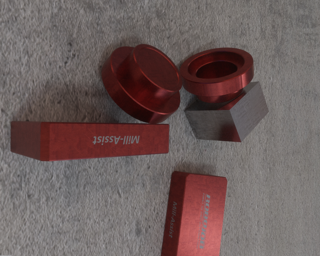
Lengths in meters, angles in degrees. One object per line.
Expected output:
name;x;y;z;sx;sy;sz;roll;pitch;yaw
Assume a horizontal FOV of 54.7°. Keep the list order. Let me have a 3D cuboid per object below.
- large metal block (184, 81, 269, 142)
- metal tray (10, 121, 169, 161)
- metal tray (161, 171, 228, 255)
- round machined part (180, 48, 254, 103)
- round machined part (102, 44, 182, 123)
large metal block;0.098;-0.024;0.453;0.080;0.080;0.050;-40;116;-33
metal tray;-0.066;0.009;0.307;0.131;0.090;0.030;0;91;-40
metal tray;0.052;0.131;0.448;0.091;0.030;0.129;13;82;-40
round machined part;0.079;-0.070;0.429;0.098;0.098;0.042;-43;135;-32
round machined part;-0.013;-0.057;0.355;0.098;0.042;0.098;27;41;-27
